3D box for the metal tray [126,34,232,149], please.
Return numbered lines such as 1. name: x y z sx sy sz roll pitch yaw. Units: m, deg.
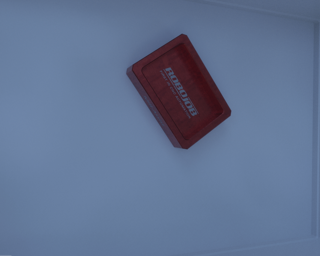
1. metal tray: 0.028 -0.048 0.419 0.090 0.030 0.130 -36 102 -17
